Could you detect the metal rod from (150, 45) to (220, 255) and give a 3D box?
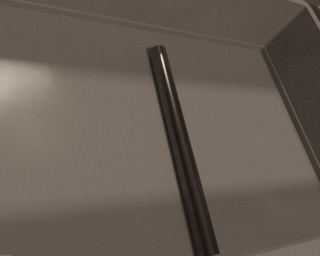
[{"bbox_3d":[0.026,0.013,0.413,0.025,0.025,0.299,2,61,-28],"label":"metal rod"}]
